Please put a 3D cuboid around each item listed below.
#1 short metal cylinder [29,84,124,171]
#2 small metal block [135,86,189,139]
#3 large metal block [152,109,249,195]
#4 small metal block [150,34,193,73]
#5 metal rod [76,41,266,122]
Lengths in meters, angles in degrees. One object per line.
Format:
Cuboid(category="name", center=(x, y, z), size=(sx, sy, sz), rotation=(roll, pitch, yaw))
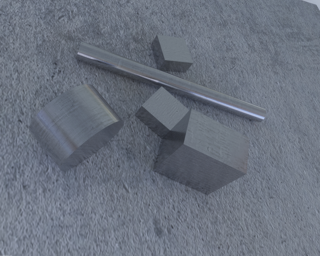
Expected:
Cuboid(category="short metal cylinder", center=(-0.085, 0.000, 0.324), size=(0.050, 0.080, 0.081), rotation=(49, 51, 6))
Cuboid(category="small metal block", center=(0.003, -0.021, 0.420), size=(0.050, 0.025, 0.050), rotation=(41, 51, 0))
Cuboid(category="large metal block", center=(0.049, 0.033, 0.377), size=(0.080, 0.080, 0.050), rotation=(26, 53, -13))
Cuboid(category="small metal block", center=(0.018, -0.116, 0.486), size=(0.050, 0.025, 0.050), rotation=(-1, 62, -29))
Cuboid(category="metal rod", center=(0.029, -0.062, 0.458), size=(0.302, 0.025, 0.025), rotation=(17, 55, -19))
